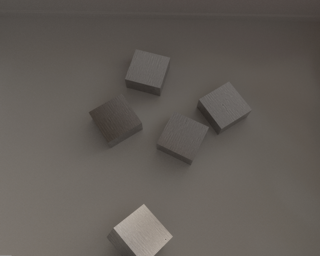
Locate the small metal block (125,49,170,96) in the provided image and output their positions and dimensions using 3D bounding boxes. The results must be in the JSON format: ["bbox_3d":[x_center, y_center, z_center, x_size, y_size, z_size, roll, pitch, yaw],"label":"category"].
[{"bbox_3d":[-0.017,-0.078,0.438,0.050,0.025,0.050,15,71,5],"label":"small metal block"}]

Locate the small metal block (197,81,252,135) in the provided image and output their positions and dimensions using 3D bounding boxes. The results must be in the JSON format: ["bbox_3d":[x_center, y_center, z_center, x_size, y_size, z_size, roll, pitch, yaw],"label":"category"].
[{"bbox_3d":[0.086,-0.027,0.421,0.050,0.025,0.050,-31,73,-11],"label":"small metal block"}]

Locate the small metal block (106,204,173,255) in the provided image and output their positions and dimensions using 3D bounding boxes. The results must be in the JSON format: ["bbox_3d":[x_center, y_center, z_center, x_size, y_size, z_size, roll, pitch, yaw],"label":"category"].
[{"bbox_3d":[-0.023,0.124,0.352,0.050,0.025,0.050,46,43,14],"label":"small metal block"}]

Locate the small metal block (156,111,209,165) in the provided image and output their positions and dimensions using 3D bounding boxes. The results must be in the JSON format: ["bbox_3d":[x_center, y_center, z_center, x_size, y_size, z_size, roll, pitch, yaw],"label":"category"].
[{"bbox_3d":[0.029,0.013,0.405,0.050,0.025,0.050,25,72,8],"label":"small metal block"}]

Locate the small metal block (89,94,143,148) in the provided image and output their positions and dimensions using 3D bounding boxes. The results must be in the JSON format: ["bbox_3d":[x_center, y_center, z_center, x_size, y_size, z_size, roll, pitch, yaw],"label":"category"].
[{"bbox_3d":[-0.058,-0.009,0.412,0.050,0.025,0.050,-31,73,-11],"label":"small metal block"}]
